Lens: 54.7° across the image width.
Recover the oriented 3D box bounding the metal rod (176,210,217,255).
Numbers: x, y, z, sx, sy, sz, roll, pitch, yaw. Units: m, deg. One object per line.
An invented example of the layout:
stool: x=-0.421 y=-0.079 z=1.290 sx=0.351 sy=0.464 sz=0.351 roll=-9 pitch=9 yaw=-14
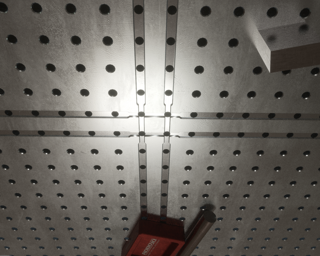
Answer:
metal rod: x=0.044 y=0.265 z=0.637 sx=0.025 sy=0.025 sz=0.298 roll=13 pitch=129 yaw=-11

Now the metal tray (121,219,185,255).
metal tray: x=-0.017 y=0.234 z=0.607 sx=0.091 sy=0.030 sz=0.129 roll=15 pitch=128 yaw=-14

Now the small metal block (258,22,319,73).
small metal block: x=0.135 y=-0.085 z=0.325 sx=0.050 sy=0.050 sz=0.025 roll=-9 pitch=130 yaw=7
